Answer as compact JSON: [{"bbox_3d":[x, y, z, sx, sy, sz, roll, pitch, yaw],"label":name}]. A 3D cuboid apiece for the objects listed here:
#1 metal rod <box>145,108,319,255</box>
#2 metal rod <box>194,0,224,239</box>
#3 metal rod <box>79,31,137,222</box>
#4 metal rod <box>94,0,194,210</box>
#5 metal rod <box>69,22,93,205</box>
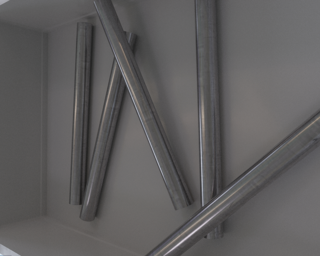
[{"bbox_3d":[0.078,0.068,0.317,0.299,0.025,0.025,-46,62,21],"label":"metal rod"},{"bbox_3d":[0.056,-0.025,0.360,0.025,0.025,0.298,-3,88,40],"label":"metal rod"},{"bbox_3d":[-0.082,0.004,0.474,0.025,0.025,0.298,24,105,37],"label":"metal rod"},{"bbox_3d":[-0.025,-0.040,0.407,0.025,0.025,0.299,-29,78,36],"label":"metal rod"},{"bbox_3d":[-0.132,-0.022,0.515,0.025,0.025,0.298,6,94,40],"label":"metal rod"}]
